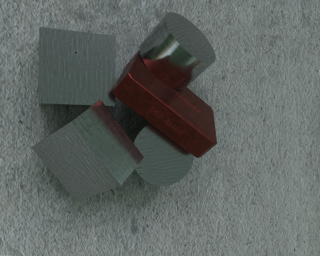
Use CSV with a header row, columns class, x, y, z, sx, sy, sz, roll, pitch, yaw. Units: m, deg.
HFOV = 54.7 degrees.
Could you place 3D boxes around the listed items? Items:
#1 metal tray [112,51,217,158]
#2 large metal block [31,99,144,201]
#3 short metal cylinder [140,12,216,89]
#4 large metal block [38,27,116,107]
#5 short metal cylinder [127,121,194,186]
class,x,y,z,sx,sy,sz,roll,pitch,yaw
metal tray,0.011,-0.031,0.381,0.130,0.090,0.030,37,118,-16
large metal block,-0.080,0.027,0.344,0.080,0.080,0.050,55,38,-12
short metal cylinder,0.022,-0.095,0.384,0.080,0.050,0.080,28,41,-27
large metal block,-0.097,-0.065,0.359,0.081,0.050,0.080,1,90,-20
short metal cylinder,-0.003,0.030,0.397,0.081,0.050,0.080,0,90,-20
